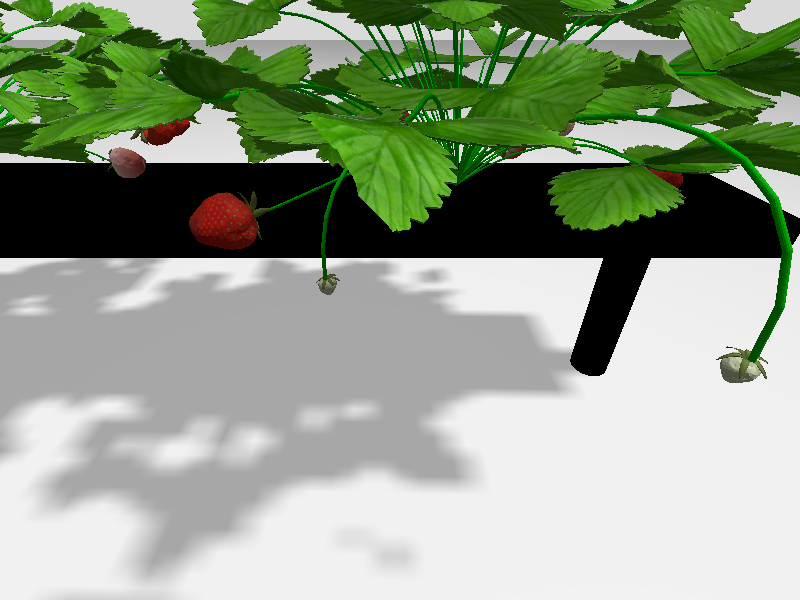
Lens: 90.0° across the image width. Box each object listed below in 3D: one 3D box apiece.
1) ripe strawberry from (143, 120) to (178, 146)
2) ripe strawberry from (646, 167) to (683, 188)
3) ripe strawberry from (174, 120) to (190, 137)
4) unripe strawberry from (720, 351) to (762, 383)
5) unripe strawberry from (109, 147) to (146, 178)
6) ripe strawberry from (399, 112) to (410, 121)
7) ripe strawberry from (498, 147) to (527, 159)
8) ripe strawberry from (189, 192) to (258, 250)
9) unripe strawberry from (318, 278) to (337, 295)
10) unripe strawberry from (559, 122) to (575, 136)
[{"bbox_3d":[-0.277,-0.201,0.461,0.038,0.043,0.041,26,42,32],"label":"ripe strawberry"},{"bbox_3d":[0.213,-0.100,0.327,0.034,0.034,0.032,20,35,-4],"label":"ripe strawberry"},{"bbox_3d":[-0.280,-0.221,0.497,0.037,0.033,0.034,20,29,27],"label":"ripe strawberry"},{"bbox_3d":[0.128,0.026,0.152,0.013,0.012,0.012,-11,36,-15],"label":"unripe strawberry"},{"bbox_3d":[-0.245,-0.123,0.362,0.026,0.027,0.024,-2,35,-7],"label":"unripe strawberry"},{"bbox_3d":[-0.001,-0.210,0.481,0.031,0.035,0.033,-10,34,-14],"label":"ripe strawberry"},{"bbox_3d":[0.117,-0.163,0.416,0.033,0.030,0.030,24,41,31],"label":"ripe strawberry"},{"bbox_3d":[-0.108,-0.046,0.243,0.035,0.035,0.039,-25,42,-30],"label":"ripe strawberry"},{"bbox_3d":[-0.038,-0.007,0.209,0.009,0.010,0.010,16,38,22],"label":"unripe strawberry"},{"bbox_3d":[0.194,-0.218,0.490,0.041,0.036,0.041,25,33,31],"label":"unripe strawberry"}]
